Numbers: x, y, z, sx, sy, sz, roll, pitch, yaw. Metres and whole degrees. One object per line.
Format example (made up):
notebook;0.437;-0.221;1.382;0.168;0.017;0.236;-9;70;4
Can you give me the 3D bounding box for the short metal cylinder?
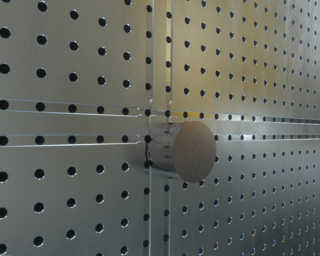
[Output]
short metal cylinder;0.030;0.031;0.417;0.081;0.050;0.080;0;90;-40
